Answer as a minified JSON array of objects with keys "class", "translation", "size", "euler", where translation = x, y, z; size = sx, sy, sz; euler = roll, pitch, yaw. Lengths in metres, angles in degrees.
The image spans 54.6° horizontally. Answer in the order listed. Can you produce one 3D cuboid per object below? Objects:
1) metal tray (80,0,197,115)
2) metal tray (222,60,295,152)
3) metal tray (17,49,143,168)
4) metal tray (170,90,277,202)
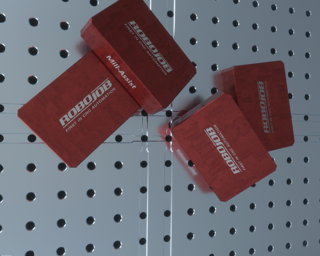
[{"class":"metal tray","translation":[-0.021,-0.093,0.384],"size":[0.130,0.030,0.090],"euler":[49,53,-14]},{"class":"metal tray","translation":[0.148,-0.030,0.464],"size":[0.091,0.030,0.129],"euler":[-10,94,-20]},{"class":"metal tray","translation":[-0.089,-0.028,0.377],"size":[0.130,0.030,0.090],"euler":[-45,104,-15]},{"class":"metal tray","translation":[0.086,0.026,0.424],"size":[0.090,0.030,0.130],"euler":[-34,102,6]}]
